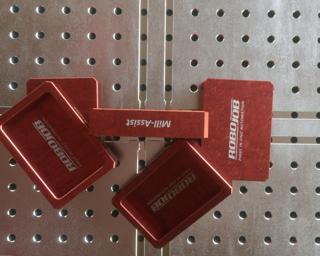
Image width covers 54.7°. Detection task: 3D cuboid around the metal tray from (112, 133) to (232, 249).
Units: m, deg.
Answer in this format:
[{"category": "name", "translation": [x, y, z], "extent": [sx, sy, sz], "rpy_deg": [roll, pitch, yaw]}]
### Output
[{"category": "metal tray", "translation": [0.014, 0.081, 0.392], "extent": [0.130, 0.030, 0.090], "rpy_deg": [-43, 91, 17]}]

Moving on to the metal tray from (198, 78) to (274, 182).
[{"category": "metal tray", "translation": [0.098, 0.002, 0.411], "extent": [0.091, 0.030, 0.129], "rpy_deg": [3, 90, -1]}]

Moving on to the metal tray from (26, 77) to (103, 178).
[{"category": "metal tray", "translation": [-0.124, 0.000, 0.409], "extent": [0.091, 0.030, 0.129], "rpy_deg": [-1, 91, 0]}]

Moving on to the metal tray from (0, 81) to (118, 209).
[{"category": "metal tray", "translation": [-0.126, 0.020, 0.377], "extent": [0.090, 0.030, 0.130], "rpy_deg": [-38, 91, -1]}]

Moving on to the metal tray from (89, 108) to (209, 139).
[{"category": "metal tray", "translation": [-0.012, -0.005, 0.380], "extent": [0.131, 0.090, 0.030], "rpy_deg": [2, 90, -1]}]
